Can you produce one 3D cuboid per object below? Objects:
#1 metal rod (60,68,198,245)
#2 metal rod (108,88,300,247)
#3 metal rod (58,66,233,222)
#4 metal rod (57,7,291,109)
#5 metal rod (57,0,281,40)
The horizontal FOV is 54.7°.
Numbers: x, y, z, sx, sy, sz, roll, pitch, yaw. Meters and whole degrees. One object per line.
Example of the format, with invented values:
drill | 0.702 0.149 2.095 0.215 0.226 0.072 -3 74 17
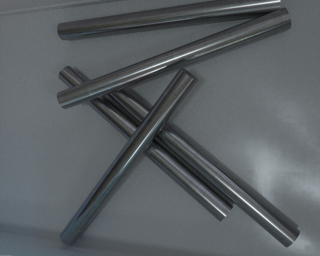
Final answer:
metal rod | -0.051 0.050 0.405 0.025 0.025 0.299 43 111 14
metal rod | 0.042 0.034 0.394 0.300 0.025 0.025 40 103 15
metal rod | -0.029 0.012 0.419 0.300 0.025 0.025 40 103 15
metal rod | 0.007 -0.082 0.390 0.301 0.025 0.025 -18 84 12
metal rod | -0.002 -0.145 0.410 0.301 0.025 0.025 -1 90 19
